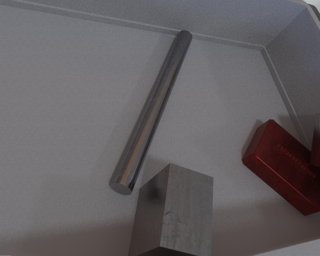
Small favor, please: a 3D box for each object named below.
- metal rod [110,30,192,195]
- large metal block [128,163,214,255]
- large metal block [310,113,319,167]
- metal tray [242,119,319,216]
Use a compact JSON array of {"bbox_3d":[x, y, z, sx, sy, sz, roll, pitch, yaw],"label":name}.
[{"bbox_3d":[0.000,-0.044,0.433,0.025,0.025,0.300,29,52,-10],"label":"metal rod"},{"bbox_3d":[0.011,0.094,0.320,0.050,0.080,0.080,21,54,-17],"label":"large metal block"},{"bbox_3d":[0.273,0.022,0.448,0.050,0.080,0.079,1,97,-28],"label":"large metal block"},{"bbox_3d":[0.197,0.058,0.476,0.130,0.030,0.090,40,51,-1],"label":"metal tray"}]
